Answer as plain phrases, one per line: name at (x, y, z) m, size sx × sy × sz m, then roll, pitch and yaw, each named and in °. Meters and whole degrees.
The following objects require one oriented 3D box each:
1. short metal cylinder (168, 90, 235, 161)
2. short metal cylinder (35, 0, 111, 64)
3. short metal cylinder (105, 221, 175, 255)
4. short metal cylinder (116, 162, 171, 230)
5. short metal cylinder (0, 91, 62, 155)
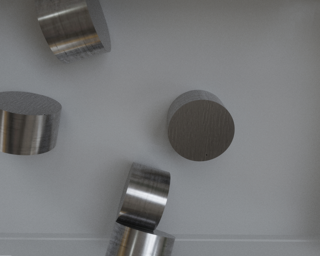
short metal cylinder at (0.050, -0.004, 0.397) m, size 0.081 × 0.050 × 0.079 m, roll 0°, pitch 110°, yaw 0°
short metal cylinder at (-0.092, -0.116, 0.338) m, size 0.050 × 0.080 × 0.080 m, roll -15°, pitch 110°, yaw 5°
short metal cylinder at (-0.025, 0.154, 0.395) m, size 0.080 × 0.080 × 0.050 m, roll 17°, pitch 77°, yaw -6°
short metal cylinder at (-0.023, 0.091, 0.415) m, size 0.050 × 0.080 × 0.079 m, roll 17°, pitch 109°, yaw -6°
short metal cylinder at (-0.165, -0.008, 0.377) m, size 0.080 × 0.080 × 0.050 m, roll 13°, pitch 110°, yaw -5°
